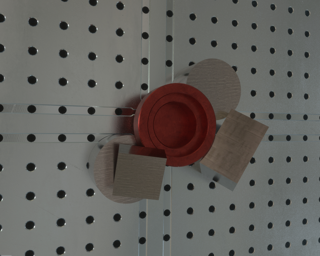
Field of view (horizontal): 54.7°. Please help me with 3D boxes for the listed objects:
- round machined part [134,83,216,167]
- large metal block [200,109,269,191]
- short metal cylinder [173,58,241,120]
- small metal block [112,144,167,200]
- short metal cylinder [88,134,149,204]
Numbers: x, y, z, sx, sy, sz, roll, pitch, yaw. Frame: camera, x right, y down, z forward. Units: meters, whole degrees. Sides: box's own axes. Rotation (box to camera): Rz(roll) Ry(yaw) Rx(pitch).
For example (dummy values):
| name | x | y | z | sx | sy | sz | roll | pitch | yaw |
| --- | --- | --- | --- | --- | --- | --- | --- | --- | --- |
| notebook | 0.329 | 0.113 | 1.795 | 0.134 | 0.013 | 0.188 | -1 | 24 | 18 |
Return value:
| name | x | y | z | sx | sy | sz | roll | pitch | yaw |
| --- | --- | --- | --- | --- | --- | --- | --- | --- | --- |
| round machined part | 0.015 | -0.004 | 0.378 | 0.099 | 0.042 | 0.097 | 0 | 90 | -20 |
| large metal block | 0.096 | 0.032 | 0.412 | 0.050 | 0.080 | 0.080 | 29 | 79 | 17 |
| short metal cylinder | 0.062 | -0.050 | 0.422 | 0.081 | 0.050 | 0.079 | 0 | 90 | -20 |
| small metal block | -0.023 | 0.048 | 0.338 | 0.050 | 0.025 | 0.050 | 8 | 107 | -8 |
| short metal cylinder | -0.045 | 0.048 | 0.382 | 0.081 | 0.050 | 0.079 | 0 | 90 | -20 |
